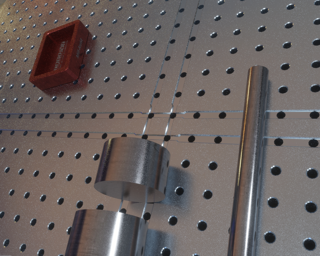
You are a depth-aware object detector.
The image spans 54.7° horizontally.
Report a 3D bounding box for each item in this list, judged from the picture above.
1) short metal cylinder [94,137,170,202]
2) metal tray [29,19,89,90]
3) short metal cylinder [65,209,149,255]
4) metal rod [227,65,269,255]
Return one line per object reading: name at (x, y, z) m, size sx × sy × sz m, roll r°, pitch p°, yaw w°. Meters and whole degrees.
short metal cylinder at (-0.031, 0.050, 0.358) m, size 0.080 × 0.080 × 0.050 m, roll -6°, pitch 59°, yaw 25°
metal tray at (-0.191, -0.140, 0.591) m, size 0.090 × 0.030 × 0.130 m, roll -11°, pitch 57°, yaw 22°
short metal cylinder at (-0.055, 0.121, 0.328) m, size 0.080 × 0.080 × 0.050 m, roll -6°, pitch 59°, yaw 25°
metal rod at (0.091, 0.062, 0.322) m, size 0.025 × 0.025 × 0.300 m, roll -1°, pitch 61°, yaw 28°
